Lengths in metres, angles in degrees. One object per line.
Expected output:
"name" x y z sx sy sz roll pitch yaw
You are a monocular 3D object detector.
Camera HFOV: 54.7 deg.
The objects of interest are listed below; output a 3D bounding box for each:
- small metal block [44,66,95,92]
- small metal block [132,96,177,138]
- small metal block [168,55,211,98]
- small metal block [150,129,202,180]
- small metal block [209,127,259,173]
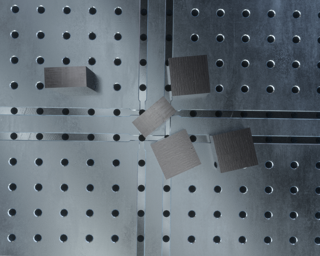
"small metal block" -0.115 -0.062 0.399 0.050 0.050 0.025 -2 90 -1
"small metal block" -0.007 -0.014 0.401 0.050 0.050 0.025 -40 91 0
"small metal block" 0.038 -0.068 0.414 0.050 0.025 0.050 -5 90 -1
"small metal block" 0.021 0.034 0.414 0.050 0.025 0.050 -24 90 -1
"small metal block" 0.098 0.029 0.415 0.050 0.025 0.050 -13 90 -1
